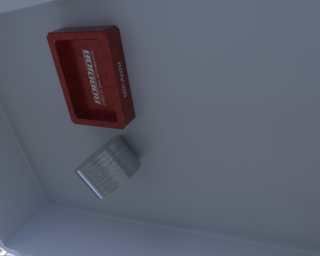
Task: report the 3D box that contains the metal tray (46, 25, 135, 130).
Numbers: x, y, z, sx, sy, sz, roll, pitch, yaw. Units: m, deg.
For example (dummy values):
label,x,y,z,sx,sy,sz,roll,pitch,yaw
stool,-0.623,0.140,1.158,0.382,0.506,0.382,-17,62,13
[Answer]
label,x,y,z,sx,sy,sz,roll,pitch,yaw
metal tray,-0.088,-0.065,0.409,0.090,0.030,0.129,6,121,24

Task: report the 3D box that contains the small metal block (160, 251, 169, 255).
label,x,y,z,sx,sy,sz,roll,pitch,yaw
small metal block,0.011,0.255,0.543,0.050,0.050,0.025,33,116,6

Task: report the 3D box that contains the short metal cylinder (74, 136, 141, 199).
label,x,y,z,sx,sy,sz,roll,pitch,yaw
short metal cylinder,-0.074,0.055,0.444,0.080,0.080,0.050,-31,102,37
